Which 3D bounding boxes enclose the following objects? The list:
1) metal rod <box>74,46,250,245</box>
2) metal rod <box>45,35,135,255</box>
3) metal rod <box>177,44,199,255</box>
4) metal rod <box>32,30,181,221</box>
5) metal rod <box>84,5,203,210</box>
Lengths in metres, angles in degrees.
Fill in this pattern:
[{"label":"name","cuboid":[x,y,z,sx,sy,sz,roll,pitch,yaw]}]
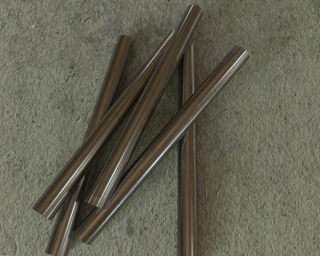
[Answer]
[{"label":"metal rod","cuboid":[0.007,0.015,0.380,0.025,0.025,0.300,39,82,13]},{"label":"metal rod","cuboid":[-0.084,0.008,0.404,0.025,0.025,0.299,13,70,4]},{"label":"metal rod","cuboid":[0.035,0.025,0.398,0.025,0.025,0.299,1,70,0]},{"label":"metal rod","cuboid":[-0.052,-0.020,0.396,0.025,0.025,0.301,29,65,10]},{"label":"metal rod","cuboid":[-0.011,-0.041,0.395,0.025,0.025,0.300,23,70,8]}]
